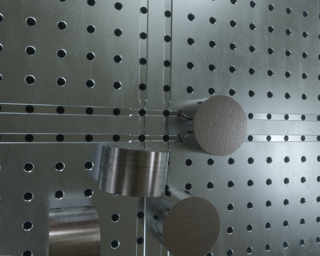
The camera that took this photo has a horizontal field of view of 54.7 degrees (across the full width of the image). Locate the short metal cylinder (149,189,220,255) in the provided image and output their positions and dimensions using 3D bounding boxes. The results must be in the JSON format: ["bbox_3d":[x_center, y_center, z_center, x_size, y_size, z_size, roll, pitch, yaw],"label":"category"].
[{"bbox_3d":[0.032,0.126,0.413,0.081,0.050,0.079,0,90,-21],"label":"short metal cylinder"}]

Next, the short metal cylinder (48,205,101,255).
[{"bbox_3d":[-0.099,0.129,0.348,0.050,0.080,0.079,1,90,-20],"label":"short metal cylinder"}]

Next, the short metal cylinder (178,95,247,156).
[{"bbox_3d":[0.072,-0.003,0.427,0.081,0.050,0.079,0,90,-21],"label":"short metal cylinder"}]

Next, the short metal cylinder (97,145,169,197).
[{"bbox_3d":[-0.032,0.050,0.373,0.081,0.080,0.050,7,88,-20],"label":"short metal cylinder"}]
